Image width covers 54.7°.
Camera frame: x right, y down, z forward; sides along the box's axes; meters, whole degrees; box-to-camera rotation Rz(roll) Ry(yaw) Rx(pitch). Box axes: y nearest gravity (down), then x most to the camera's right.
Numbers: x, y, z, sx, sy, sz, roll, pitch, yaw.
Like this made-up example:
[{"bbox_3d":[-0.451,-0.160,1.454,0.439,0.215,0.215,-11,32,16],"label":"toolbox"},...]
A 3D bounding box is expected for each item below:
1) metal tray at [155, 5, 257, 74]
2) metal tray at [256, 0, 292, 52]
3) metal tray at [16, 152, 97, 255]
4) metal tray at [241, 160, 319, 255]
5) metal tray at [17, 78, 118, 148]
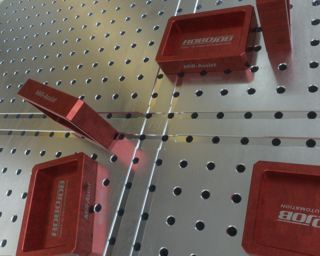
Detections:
[{"bbox_3d":[0.066,-0.125,0.446,0.130,0.030,0.090,2,63,28],"label":"metal tray"},{"bbox_3d":[0.147,-0.175,0.396,0.030,0.090,0.130,-4,60,26],"label":"metal tray"},{"bbox_3d":[-0.133,0.104,0.409,0.090,0.030,0.130,-16,55,19],"label":"metal tray"},{"bbox_3d":[0.147,0.081,0.277,0.130,0.030,0.090,3,63,29],"label":"metal tray"},{"bbox_3d":[-0.133,-0.021,0.447,0.130,0.090,0.030,22,74,35],"label":"metal tray"}]
